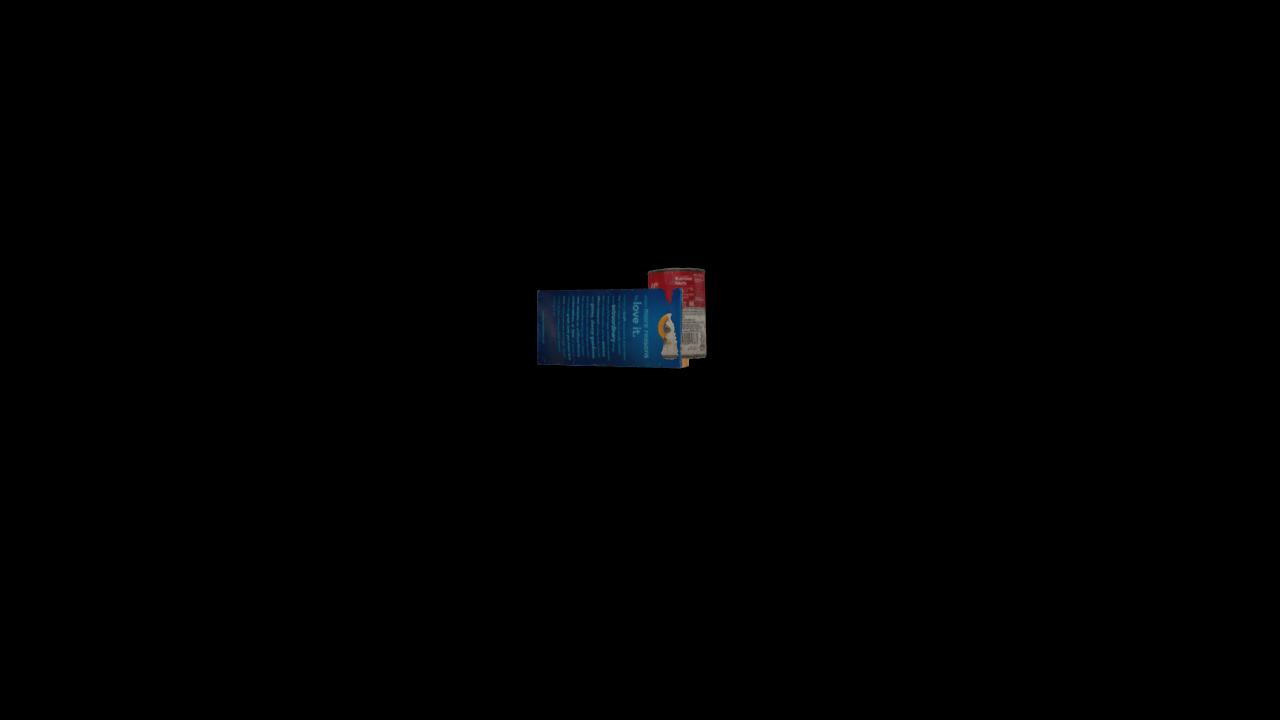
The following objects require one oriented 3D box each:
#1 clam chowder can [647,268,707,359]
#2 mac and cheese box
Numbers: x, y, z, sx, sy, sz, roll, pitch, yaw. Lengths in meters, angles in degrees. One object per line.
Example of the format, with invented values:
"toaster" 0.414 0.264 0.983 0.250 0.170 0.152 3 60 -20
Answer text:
"clam chowder can" 0.044 -0.052 0.715 0.068 0.102 0.068 -2 1 0
"mac and cheese box" -0.034 -0.038 0.729 0.184 0.093 0.041 2 3 20
